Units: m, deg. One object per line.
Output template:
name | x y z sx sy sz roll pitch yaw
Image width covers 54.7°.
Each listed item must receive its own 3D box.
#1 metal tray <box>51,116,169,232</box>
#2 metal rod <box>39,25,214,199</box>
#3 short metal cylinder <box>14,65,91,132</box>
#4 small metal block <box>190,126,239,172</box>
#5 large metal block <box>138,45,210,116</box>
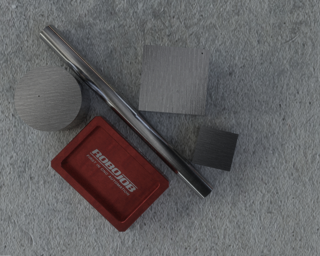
metal tray | -0.064 0.058 0.408 0.130 0.030 0.090 44 90 -1
metal rod | -0.043 -0.021 0.410 0.025 0.025 0.300 -45 91 0
short metal cylinder | -0.135 -0.036 0.397 0.081 0.050 0.079 0 90 -1
small metal block | 0.072 0.027 0.413 0.050 0.025 0.050 13 90 -1
large metal block | 0.017 -0.058 0.399 0.081 0.050 0.079 4 90 -1
